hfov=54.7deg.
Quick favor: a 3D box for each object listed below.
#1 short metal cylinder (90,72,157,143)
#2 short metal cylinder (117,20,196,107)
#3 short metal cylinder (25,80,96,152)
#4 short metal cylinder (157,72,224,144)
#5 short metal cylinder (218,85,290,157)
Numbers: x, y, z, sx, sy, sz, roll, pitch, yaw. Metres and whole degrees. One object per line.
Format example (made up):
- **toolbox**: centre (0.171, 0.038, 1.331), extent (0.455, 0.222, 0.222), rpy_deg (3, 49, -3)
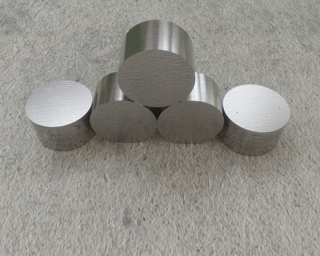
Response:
- **short metal cylinder**: centre (-0.044, -0.024, 0.389), extent (0.080, 0.080, 0.050), rpy_deg (0, 50, 0)
- **short metal cylinder**: centre (-0.003, -0.068, 0.336), extent (0.080, 0.080, 0.050), rpy_deg (1, 51, 0)
- **short metal cylinder**: centre (-0.124, -0.016, 0.401), extent (0.081, 0.050, 0.080), rpy_deg (0, 50, 0)
- **short metal cylinder**: centre (0.037, -0.023, 0.389), extent (0.080, 0.080, 0.050), rpy_deg (0, 49, 0)
- **short metal cylinder**: centre (0.117, -0.010, 0.397), extent (0.081, 0.050, 0.080), rpy_deg (0, 50, 0)
